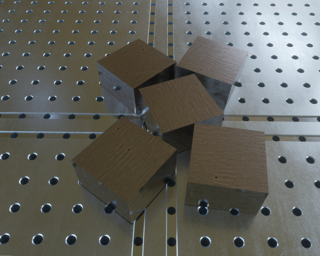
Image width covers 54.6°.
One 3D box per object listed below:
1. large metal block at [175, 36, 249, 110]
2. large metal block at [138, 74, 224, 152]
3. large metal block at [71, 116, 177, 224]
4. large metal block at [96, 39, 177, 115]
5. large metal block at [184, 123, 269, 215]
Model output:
[{"bbox_3d":[0.076,-0.084,0.461,0.080,0.050,0.080,22,54,14],"label":"large metal block"},{"bbox_3d":[0.025,-0.018,0.406,0.081,0.050,0.080,-18,52,-14],"label":"large metal block"},{"bbox_3d":[-0.038,0.045,0.352,0.080,0.050,0.080,30,56,23],"label":"large metal block"},{"bbox_3d":[-0.033,-0.078,0.457,0.080,0.050,0.080,-37,59,-26],"label":"large metal block"},{"bbox_3d":[0.074,0.045,0.354,0.080,0.050,0.080,7,50,5],"label":"large metal block"}]
